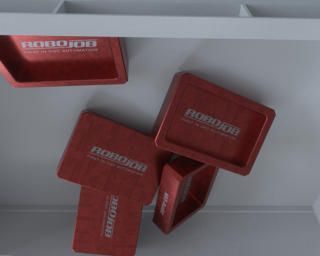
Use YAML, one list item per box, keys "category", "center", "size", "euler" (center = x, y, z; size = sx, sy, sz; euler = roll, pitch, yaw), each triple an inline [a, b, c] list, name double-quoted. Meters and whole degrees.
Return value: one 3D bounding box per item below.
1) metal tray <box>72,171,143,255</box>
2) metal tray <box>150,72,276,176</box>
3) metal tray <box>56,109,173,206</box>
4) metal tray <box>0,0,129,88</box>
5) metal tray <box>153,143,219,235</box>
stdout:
- category: "metal tray"
  center: [-0.073, 0.118, 0.456]
  size: [0.091, 0.030, 0.129]
  euler: [9, 91, -8]
- category: "metal tray"
  center: [0.065, -0.003, 0.376]
  size: [0.131, 0.030, 0.090]
  euler: [20, 97, -17]
- category: "metal tray"
  center: [-0.057, 0.040, 0.410]
  size: [0.131, 0.030, 0.090]
  euler: [22, 93, -19]
- category: "metal tray"
  center: [-0.102, -0.081, 0.315]
  size: [0.131, 0.030, 0.090]
  euler: [-2, 151, 1]
- category: "metal tray"
  center: [0.039, 0.087, 0.445]
  size: [0.091, 0.030, 0.129]
  euler: [-26, 142, -35]
